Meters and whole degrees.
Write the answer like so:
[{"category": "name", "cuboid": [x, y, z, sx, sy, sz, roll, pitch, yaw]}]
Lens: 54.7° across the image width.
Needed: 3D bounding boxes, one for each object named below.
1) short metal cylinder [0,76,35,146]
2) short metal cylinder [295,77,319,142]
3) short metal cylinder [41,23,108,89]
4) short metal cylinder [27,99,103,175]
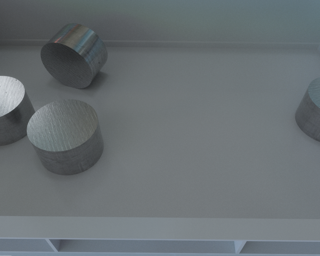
[{"category": "short metal cylinder", "cuboid": [-0.211, -0.023, 0.405, 0.081, 0.050, 0.080, 0, 50, 0]}, {"category": "short metal cylinder", "cuboid": [0.230, -0.024, 0.412, 0.081, 0.050, 0.080, 0, 50, 0]}, {"category": "short metal cylinder", "cuboid": [-0.125, -0.105, 0.456, 0.080, 0.080, 0.050, 15, 52, 12]}, {"category": "short metal cylinder", "cuboid": [-0.113, 0.011, 0.378, 0.081, 0.050, 0.080, 0, 50, 0]}]
